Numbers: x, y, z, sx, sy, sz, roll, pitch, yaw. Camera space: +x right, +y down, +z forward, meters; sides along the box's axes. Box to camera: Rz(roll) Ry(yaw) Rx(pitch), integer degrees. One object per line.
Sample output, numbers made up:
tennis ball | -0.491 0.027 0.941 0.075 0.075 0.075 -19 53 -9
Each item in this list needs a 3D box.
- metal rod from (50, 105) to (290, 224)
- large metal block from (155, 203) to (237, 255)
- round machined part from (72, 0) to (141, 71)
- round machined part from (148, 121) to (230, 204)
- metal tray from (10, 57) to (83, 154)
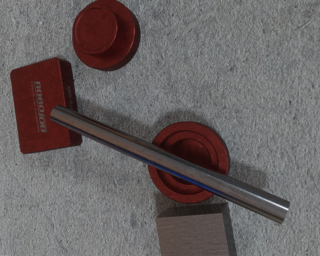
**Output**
metal rod | -0.004 0.034 0.364 0.301 0.025 0.025 22 97 18
large metal block | 0.047 0.140 0.379 0.080 0.050 0.080 -10 87 19
round machined part | -0.080 -0.130 0.427 0.098 0.042 0.097 0 90 19
round machined part | 0.038 0.041 0.386 0.098 0.042 0.097 0 90 19
metal tray | -0.172 -0.031 0.465 0.090 0.030 0.129 -10 87 19
